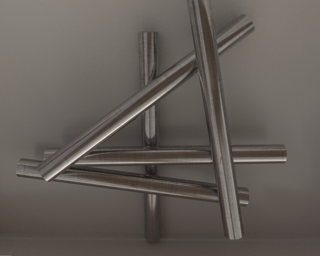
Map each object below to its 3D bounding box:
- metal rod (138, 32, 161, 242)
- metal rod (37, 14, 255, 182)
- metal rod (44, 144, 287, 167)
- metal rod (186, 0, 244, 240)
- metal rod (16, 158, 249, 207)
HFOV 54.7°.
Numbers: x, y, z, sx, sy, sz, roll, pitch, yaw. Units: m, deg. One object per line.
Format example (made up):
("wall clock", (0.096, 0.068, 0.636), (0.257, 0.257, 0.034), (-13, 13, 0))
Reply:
("metal rod", (-0.012, 0.025, 0.420), (0.025, 0.025, 0.298), (-1, 110, 0))
("metal rod", (-0.017, -0.035, 0.368), (0.301, 0.025, 0.025), (-36, 107, 0))
("metal rod", (0.007, 0.035, 0.397), (0.302, 0.025, 0.025), (-1, 110, -1))
("metal rod", (0.067, -0.007, 0.360), (0.025, 0.025, 0.298), (-10, 104, 3))
("metal rod", (-0.035, 0.072, 0.411), (0.302, 0.025, 0.025), (8, 110, 0))
